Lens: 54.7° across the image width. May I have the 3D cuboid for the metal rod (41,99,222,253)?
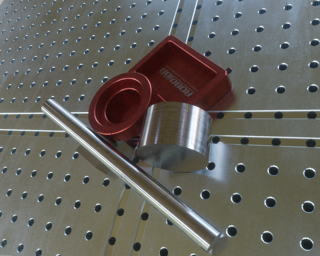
[{"bbox_3d":[-0.054,0.042,0.383,0.300,0.025,0.025,34,81,29],"label":"metal rod"}]

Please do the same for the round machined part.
[{"bbox_3d":[-0.046,-0.025,0.425,0.098,0.042,0.098,-14,55,22],"label":"round machined part"}]

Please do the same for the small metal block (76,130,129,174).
[{"bbox_3d":[-0.080,0.028,0.432,0.050,0.025,0.050,32,79,37],"label":"small metal block"}]

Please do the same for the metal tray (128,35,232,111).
[{"bbox_3d":[0.023,-0.068,0.432,0.090,0.030,0.130,-42,51,-2],"label":"metal tray"}]

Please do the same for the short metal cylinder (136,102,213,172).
[{"bbox_3d":[0.018,0.013,0.353,0.080,0.080,0.050,-4,60,26],"label":"short metal cylinder"}]
